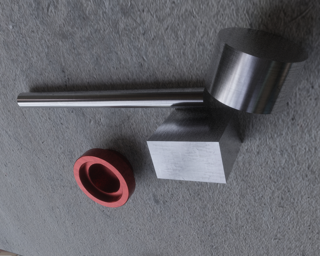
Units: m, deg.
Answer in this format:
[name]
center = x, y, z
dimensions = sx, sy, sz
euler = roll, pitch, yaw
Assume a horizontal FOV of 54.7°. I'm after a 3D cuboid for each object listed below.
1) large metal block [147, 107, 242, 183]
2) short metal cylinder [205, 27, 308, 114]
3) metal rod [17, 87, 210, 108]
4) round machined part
[large metal block]
center = 0.043, 0.017, 0.358
dimensions = 0.080, 0.080, 0.050
euler = -1, 118, 28
[short metal cylinder]
center = 0.087, -0.056, 0.290
dimensions = 0.080, 0.080, 0.050
euler = 22, 126, 15
[metal rod]
center = -0.081, -0.040, 0.422
dimensions = 0.301, 0.025, 0.025
euler = 2, 119, 27
[round machined part]
center = -0.081, 0.072, 0.481
dimensions = 0.098, 0.042, 0.097
euler = 13, 124, 20
